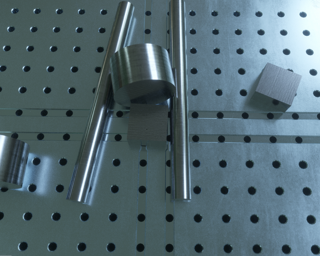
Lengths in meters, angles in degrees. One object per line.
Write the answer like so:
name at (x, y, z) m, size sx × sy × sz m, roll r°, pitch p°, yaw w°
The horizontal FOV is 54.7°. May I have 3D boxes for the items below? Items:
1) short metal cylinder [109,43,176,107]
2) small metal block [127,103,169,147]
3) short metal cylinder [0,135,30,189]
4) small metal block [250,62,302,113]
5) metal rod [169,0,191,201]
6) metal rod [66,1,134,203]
short metal cylinder at (-0.023, -0.066, 0.406) m, size 0.081 × 0.080 × 0.050 m, roll -9°, pitch 72°, yaw -3°
small metal block at (-0.015, -0.004, 0.413) m, size 0.050 × 0.025 × 0.050 m, roll 3°, pitch 70°, yaw 1°
short metal cylinder at (-0.201, 0.041, 0.366) m, size 0.080 × 0.080 × 0.050 m, roll 3°, pitch 70°, yaw 1°
small metal block at (0.162, -0.057, 0.434) m, size 0.050 × 0.025 × 0.050 m, roll 24°, pitch 72°, yaw 8°
metal rod at (0.026, -0.053, 0.430) m, size 0.025 × 0.025 × 0.299 m, roll 0°, pitch 70°, yaw 0°
metal rod at (-0.077, -0.049, 0.428) m, size 0.025 × 0.025 × 0.299 m, roll 9°, pitch 70°, yaw 3°
